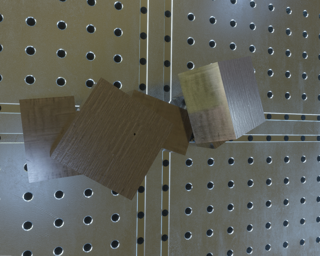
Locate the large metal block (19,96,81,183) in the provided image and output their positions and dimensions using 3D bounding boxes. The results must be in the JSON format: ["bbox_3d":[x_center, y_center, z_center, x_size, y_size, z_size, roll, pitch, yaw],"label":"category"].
[{"bbox_3d":[-0.119,0.010,0.339,0.050,0.080,0.079,-7,93,-20],"label":"large metal block"}]

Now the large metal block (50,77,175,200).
[{"bbox_3d":[-0.047,0.010,0.296,0.080,0.050,0.080,33,79,-17],"label":"large metal block"}]

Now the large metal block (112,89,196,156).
[{"bbox_3d":[-0.013,-0.005,0.379,0.081,0.080,0.050,20,84,-19],"label":"large metal block"}]

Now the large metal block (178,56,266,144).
[{"bbox_3d":[0.073,-0.034,0.355,0.081,0.050,0.080,-22,99,-48],"label":"large metal block"}]

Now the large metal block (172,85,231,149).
[{"bbox_3d":[0.076,-0.027,0.429,0.080,0.050,0.080,-32,101,-18],"label":"large metal block"}]
